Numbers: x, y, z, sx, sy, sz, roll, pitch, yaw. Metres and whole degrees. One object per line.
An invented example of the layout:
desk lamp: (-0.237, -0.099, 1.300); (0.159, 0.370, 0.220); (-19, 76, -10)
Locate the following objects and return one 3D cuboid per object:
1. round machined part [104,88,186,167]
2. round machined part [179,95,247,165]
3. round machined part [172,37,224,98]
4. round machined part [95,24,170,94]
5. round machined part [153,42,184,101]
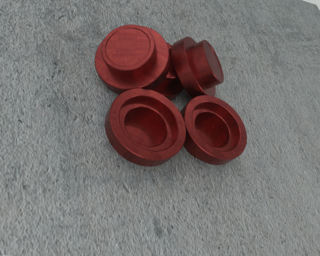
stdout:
round machined part: (-0.021, 0.003, 0.383); (0.099, 0.042, 0.098); (14, 56, -21)
round machined part: (0.067, 0.006, 0.428); (0.099, 0.042, 0.098); (14, 56, -21)
round machined part: (0.061, -0.090, 0.456); (0.098, 0.042, 0.098); (41, 38, -42)
round machined part: (-0.037, -0.094, 0.402); (0.099, 0.042, 0.098); (-2, 69, 6)
round machined part: (-0.003, -0.088, 0.447); (0.099, 0.042, 0.098); (14, 56, -21)
